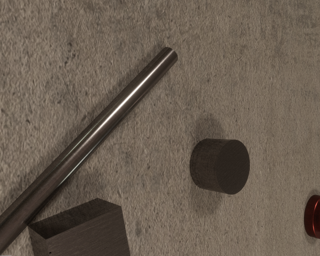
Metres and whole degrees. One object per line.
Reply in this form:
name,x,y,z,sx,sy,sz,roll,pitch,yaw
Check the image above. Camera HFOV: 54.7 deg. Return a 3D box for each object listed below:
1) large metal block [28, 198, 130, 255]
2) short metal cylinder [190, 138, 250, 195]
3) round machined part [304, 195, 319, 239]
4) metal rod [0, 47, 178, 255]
large metal block,-0.081,0.129,0.323,0.081,0.050,0.079,-15,100,-39
short metal cylinder,0.091,0.056,0.468,0.081,0.050,0.079,0,90,-40
round machined part,0.376,0.207,0.715,0.099,0.042,0.097,0,90,-40
metal rod,-0.070,0.005,0.347,0.301,0.025,0.025,-51,120,-28
